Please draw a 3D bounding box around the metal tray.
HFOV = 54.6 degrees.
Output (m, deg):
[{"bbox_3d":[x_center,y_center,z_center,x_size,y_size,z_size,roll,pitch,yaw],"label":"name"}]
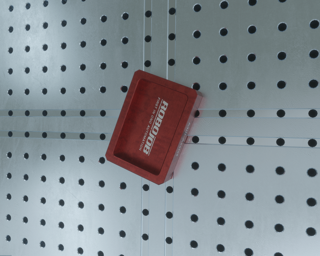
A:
[{"bbox_3d":[-0.010,-0.002,0.413,0.090,0.030,0.129,23,98,18],"label":"metal tray"}]
